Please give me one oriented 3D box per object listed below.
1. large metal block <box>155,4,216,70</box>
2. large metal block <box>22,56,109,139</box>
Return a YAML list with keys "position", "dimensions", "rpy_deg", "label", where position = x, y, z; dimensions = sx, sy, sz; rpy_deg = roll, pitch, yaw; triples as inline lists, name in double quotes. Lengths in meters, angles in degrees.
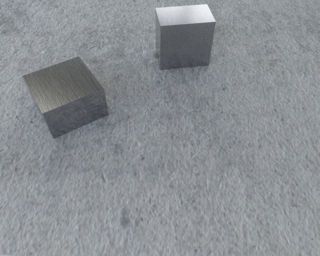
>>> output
- position: [0.037, -0.142, 0.487]
  dimensions: [0.081, 0.080, 0.050]
  rpy_deg: [-7, 51, -6]
  label: "large metal block"
- position: [-0.127, -0.044, 0.422]
  dimensions: [0.081, 0.050, 0.080]
  rpy_deg: [-26, 55, -21]
  label: "large metal block"
